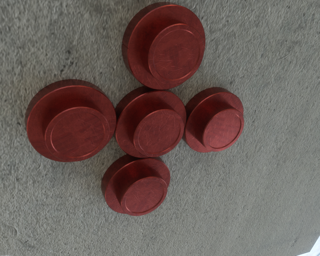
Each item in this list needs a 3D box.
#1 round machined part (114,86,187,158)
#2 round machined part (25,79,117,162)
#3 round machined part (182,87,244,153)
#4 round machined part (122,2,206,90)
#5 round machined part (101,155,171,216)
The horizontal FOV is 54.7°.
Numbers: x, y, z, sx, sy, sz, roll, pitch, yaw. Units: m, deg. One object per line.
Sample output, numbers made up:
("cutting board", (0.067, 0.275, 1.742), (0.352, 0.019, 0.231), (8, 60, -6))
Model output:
("round machined part", (-0.009, -0.002, 0.393), (0.099, 0.042, 0.097), (-14, 125, -21))
("round machined part", (-0.095, -0.001, 0.345), (0.099, 0.042, 0.097), (-14, 125, -21))
("round machined part", (0.079, -0.005, 0.439), (0.099, 0.042, 0.097), (-14, 125, -21))
("round machined part", (0.010, -0.088, 0.350), (0.099, 0.042, 0.097), (-14, 125, -21))
("round machined part", (-0.029, 0.084, 0.435), (0.099, 0.042, 0.097), (-14, 125, -21))
